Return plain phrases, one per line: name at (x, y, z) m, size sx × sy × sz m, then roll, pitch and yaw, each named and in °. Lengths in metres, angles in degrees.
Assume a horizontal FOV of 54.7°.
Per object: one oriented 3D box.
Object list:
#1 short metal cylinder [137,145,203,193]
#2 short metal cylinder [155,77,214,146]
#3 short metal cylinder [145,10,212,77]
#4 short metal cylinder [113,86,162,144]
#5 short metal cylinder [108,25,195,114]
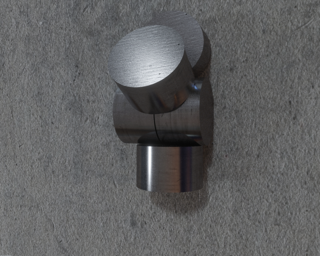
short metal cylinder at (0.012, 0.045, 0.376) m, size 0.080 × 0.080 × 0.050 m, roll 0°, pitch 90°, yaw 19°
short metal cylinder at (0.032, -0.019, 0.369) m, size 0.050 × 0.080 × 0.079 m, roll 0°, pitch 90°, yaw 20°
short metal cylinder at (0.020, -0.099, 0.390) m, size 0.080 × 0.050 × 0.079 m, roll 0°, pitch 90°, yaw 19°
short metal cylinder at (-0.017, -0.020, 0.387) m, size 0.050 × 0.080 × 0.079 m, roll 1°, pitch 90°, yaw 19°
short metal cylinder at (-0.008, -0.061, 0.329) m, size 0.080 × 0.050 × 0.080 m, roll -8°, pitch 59°, yaw 14°
